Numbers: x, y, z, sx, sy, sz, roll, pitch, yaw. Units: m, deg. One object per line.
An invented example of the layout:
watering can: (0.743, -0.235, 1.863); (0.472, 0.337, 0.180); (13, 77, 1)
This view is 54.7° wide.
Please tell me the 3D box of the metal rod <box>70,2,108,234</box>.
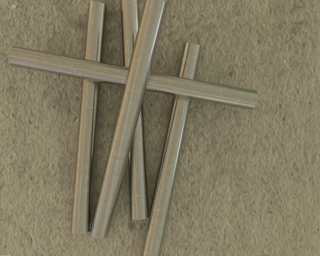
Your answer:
metal rod: (-0.094, -0.013, 0.408); (0.025, 0.025, 0.298); (5, 90, -1)

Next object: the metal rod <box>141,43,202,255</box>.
metal rod: (0.014, 0.038, 0.410); (0.025, 0.025, 0.298); (11, 90, -1)

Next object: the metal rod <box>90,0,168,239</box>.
metal rod: (-0.042, 0.000, 0.372); (0.025, 0.025, 0.298); (15, 105, -1)

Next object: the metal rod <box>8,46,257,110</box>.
metal rod: (-0.032, -0.061, 0.383); (0.302, 0.025, 0.025); (10, 90, -1)

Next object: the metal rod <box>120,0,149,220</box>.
metal rod: (-0.034, -0.031, 0.409); (0.025, 0.025, 0.298); (-3, 90, -1)
